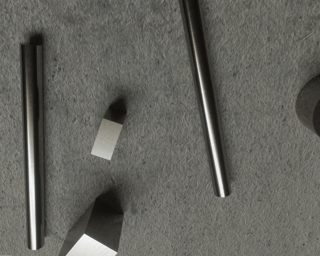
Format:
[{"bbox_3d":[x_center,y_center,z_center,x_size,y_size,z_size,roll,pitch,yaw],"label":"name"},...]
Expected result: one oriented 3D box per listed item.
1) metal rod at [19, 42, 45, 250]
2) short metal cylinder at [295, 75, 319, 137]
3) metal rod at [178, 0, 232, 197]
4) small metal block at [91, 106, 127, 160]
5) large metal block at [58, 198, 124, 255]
[{"bbox_3d":[-0.172,0.038,0.421,0.025,0.025,0.298,6,110,-3],"label":"metal rod"},{"bbox_3d":[0.222,-0.025,0.390,0.081,0.050,0.079,0,110,-1],"label":"short metal cylinder"},{"bbox_3d":[0.058,-0.044,0.394,0.025,0.025,0.298,-12,110,4],"label":"metal rod"},{"bbox_3d":[-0.065,0.005,0.398,0.025,0.050,0.050,20,109,-7],"label":"small metal block"},{"bbox_3d":[-0.099,0.161,0.439,0.050,0.080,0.080,36,106,-13],"label":"large metal block"}]
